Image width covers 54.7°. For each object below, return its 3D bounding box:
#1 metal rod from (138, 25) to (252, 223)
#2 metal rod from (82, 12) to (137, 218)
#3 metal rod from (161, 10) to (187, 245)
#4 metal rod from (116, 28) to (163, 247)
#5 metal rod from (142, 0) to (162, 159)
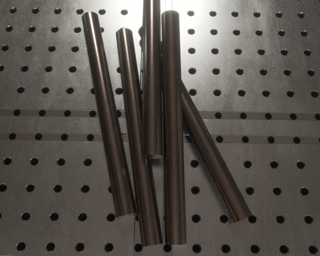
[{"bbox_3d":[0.039,-0.019,0.419,0.025,0.025,0.299,-22,72,-8],"label":"metal rod"},{"bbox_3d":[-0.073,-0.031,0.422,0.025,0.025,0.299,-12,71,-5],"label":"metal rod"},{"bbox_3d":[0.016,-0.010,0.396,0.025,0.025,0.299,-1,77,-1],"label":"metal rod"},{"bbox_3d":[-0.031,-0.002,0.412,0.025,0.025,0.299,-8,70,-3],"label":"metal rod"},{"bbox_3d":[-0.011,-0.107,0.423,0.025,0.025,0.299,0,71,-1],"label":"metal rod"}]
